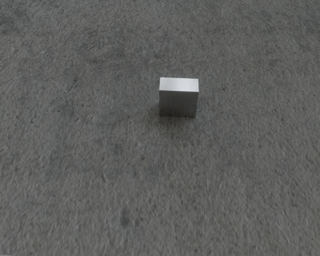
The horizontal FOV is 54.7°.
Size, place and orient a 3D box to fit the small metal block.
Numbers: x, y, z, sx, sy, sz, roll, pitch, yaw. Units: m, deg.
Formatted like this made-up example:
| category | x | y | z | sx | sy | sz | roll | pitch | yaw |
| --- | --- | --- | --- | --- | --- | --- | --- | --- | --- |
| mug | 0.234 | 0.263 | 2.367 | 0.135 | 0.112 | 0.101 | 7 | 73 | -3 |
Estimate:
| category | x | y | z | sx | sy | sz | roll | pitch | yaw |
| --- | --- | --- | --- | --- | --- | --- | --- | --- | --- |
| small metal block | 0.025 | -0.041 | 0.422 | 0.050 | 0.050 | 0.025 | 2 | 50 | 2 |
